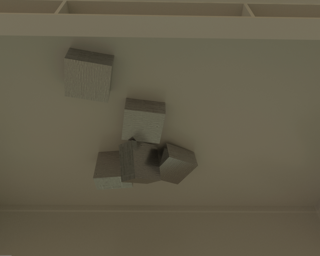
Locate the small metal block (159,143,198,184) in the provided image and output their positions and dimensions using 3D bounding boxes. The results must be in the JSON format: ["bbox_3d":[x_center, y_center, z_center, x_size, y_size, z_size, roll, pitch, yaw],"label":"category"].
[{"bbox_3d":[0.018,0.053,0.449,0.050,0.025,0.050,20,128,-29],"label":"small metal block"}]

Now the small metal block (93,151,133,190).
[{"bbox_3d":[-0.064,0.059,0.442,0.050,0.050,0.025,-4,130,3],"label":"small metal block"}]

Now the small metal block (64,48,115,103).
[{"bbox_3d":[-0.082,-0.060,0.357,0.050,0.025,0.050,8,130,-7],"label":"small metal block"}]

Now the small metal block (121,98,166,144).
[{"bbox_3d":[-0.022,-0.009,0.401,0.050,0.025,0.050,7,130,-6],"label":"small metal block"}]

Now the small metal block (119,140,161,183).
[{"bbox_3d":[-0.027,0.047,0.418,0.025,0.050,0.050,-21,156,35],"label":"small metal block"}]
